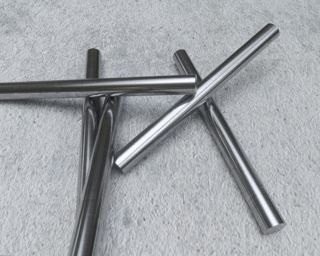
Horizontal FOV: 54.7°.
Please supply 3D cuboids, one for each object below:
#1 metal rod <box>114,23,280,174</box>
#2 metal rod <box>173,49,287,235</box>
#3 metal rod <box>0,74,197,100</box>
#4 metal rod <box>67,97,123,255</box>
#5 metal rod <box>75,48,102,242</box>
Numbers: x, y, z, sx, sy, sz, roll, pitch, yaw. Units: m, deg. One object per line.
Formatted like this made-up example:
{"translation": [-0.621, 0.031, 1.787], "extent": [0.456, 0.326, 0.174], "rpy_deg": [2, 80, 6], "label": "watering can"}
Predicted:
{"translation": [0.057, -0.049, 0.411], "extent": [0.301, 0.025, 0.025], "rpy_deg": [-41, 61, -18], "label": "metal rod"}
{"translation": [0.075, -0.007, 0.408], "extent": [0.025, 0.025, 0.300], "rpy_deg": [-13, 51, -11], "label": "metal rod"}
{"translation": [-0.102, -0.053, 0.414], "extent": [0.301, 0.025, 0.025], "rpy_deg": [0, 49, 12], "label": "metal rod"}
{"translation": [-0.065, 0.038, 0.343], "extent": [0.025, 0.025, 0.300], "rpy_deg": [1, 42, 0], "label": "metal rod"}
{"translation": [-0.090, -0.005, 0.406], "extent": [0.025, 0.025, 0.300], "rpy_deg": [-5, 50, -4], "label": "metal rod"}
